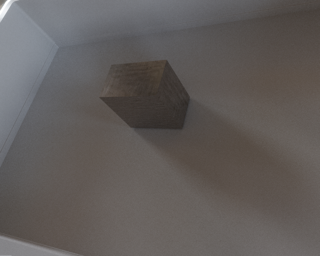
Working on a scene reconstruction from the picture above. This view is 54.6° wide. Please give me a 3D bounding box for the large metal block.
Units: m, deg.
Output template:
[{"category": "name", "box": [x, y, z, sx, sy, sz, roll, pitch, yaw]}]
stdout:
[{"category": "large metal block", "box": [-0.017, -0.040, 0.402, 0.080, 0.080, 0.050, 1, 63, 28]}]
